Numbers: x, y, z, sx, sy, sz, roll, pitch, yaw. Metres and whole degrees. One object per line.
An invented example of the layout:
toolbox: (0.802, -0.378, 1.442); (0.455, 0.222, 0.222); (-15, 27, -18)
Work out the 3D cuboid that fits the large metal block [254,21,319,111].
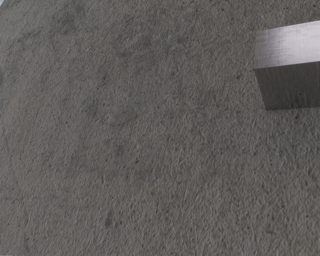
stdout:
large metal block: (0.150, -0.063, 0.329); (0.080, 0.080, 0.050); (-3, 61, 27)
